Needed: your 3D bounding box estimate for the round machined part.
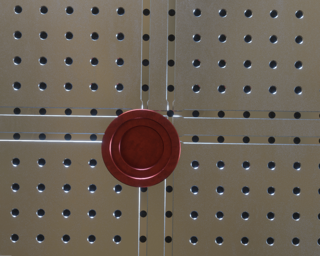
[{"bbox_3d":[-0.024,0.025,0.405,0.099,0.042,0.097,0,90,0],"label":"round machined part"}]
